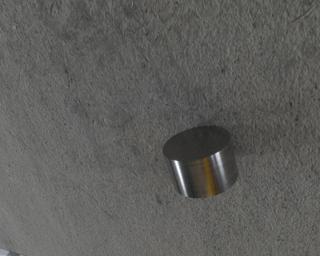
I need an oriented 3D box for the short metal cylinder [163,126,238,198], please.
[{"bbox_3d":[0.049,0.038,0.370,0.080,0.080,0.050,-3,117,30],"label":"short metal cylinder"}]
